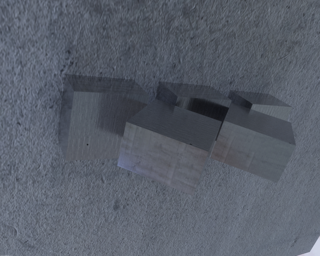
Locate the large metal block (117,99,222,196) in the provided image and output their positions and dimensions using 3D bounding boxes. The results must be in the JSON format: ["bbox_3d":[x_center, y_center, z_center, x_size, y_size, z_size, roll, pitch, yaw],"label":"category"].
[{"bbox_3d":[0.013,0.015,0.326,0.080,0.080,0.050,-47,155,-62],"label":"large metal block"}]

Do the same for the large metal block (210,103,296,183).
[{"bbox_3d":[0.115,0.014,0.385,0.080,0.080,0.050,20,114,11],"label":"large metal block"}]

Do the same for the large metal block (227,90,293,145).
[{"bbox_3d":[0.137,-0.008,0.465,0.081,0.050,0.079,1,118,-30],"label":"large metal block"}]

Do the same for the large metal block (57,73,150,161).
[{"bbox_3d":[-0.066,-0.012,0.350,0.081,0.050,0.079,0,118,-29],"label":"large metal block"}]

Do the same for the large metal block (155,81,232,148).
[{"bbox_3d":[0.035,-0.012,0.406,0.081,0.050,0.079,1,118,-29],"label":"large metal block"}]
